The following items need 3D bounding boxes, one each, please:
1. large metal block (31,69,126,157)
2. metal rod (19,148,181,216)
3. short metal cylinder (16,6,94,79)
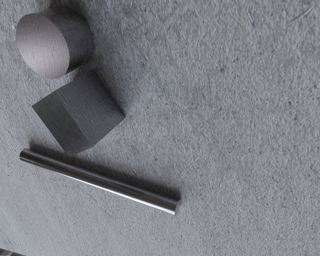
[{"bbox_3d":[-0.105,-0.021,0.413,0.050,0.080,0.080,-22,107,36],"label":"large metal block"},{"bbox_3d":[-0.110,0.085,0.517,0.301,0.025,0.025,15,124,19],"label":"metal rod"},{"bbox_3d":[-0.132,-0.109,0.393,0.080,0.050,0.079,13,124,21],"label":"short metal cylinder"}]
